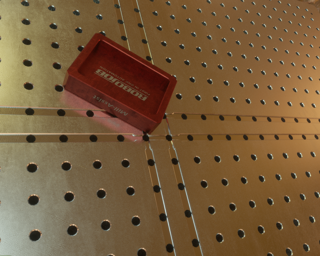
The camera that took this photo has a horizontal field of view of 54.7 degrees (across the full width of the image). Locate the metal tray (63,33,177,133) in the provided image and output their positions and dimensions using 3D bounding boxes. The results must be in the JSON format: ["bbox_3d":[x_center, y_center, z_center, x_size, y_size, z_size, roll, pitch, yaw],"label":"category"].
[{"bbox_3d":[-0.049,-0.061,0.416,0.131,0.030,0.090,29,52,-10],"label":"metal tray"}]
